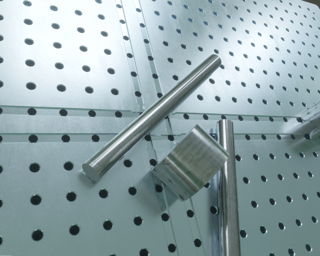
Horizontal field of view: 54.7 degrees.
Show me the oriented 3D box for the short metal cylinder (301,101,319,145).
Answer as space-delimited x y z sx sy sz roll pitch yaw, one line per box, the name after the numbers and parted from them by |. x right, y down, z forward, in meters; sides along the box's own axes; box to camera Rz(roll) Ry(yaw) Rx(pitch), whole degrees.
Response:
0.307 -0.012 0.565 0.081 0.050 0.080 14 56 -21 | short metal cylinder

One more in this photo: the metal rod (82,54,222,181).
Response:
0.009 -0.033 0.432 0.025 0.025 0.302 44 51 2 | metal rod

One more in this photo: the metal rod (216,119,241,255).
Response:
0.085 0.119 0.381 0.025 0.025 0.300 18 55 -18 | metal rod

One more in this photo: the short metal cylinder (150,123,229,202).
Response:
0.035 0.040 0.367 0.050 0.080 0.080 45 51 2 | short metal cylinder
